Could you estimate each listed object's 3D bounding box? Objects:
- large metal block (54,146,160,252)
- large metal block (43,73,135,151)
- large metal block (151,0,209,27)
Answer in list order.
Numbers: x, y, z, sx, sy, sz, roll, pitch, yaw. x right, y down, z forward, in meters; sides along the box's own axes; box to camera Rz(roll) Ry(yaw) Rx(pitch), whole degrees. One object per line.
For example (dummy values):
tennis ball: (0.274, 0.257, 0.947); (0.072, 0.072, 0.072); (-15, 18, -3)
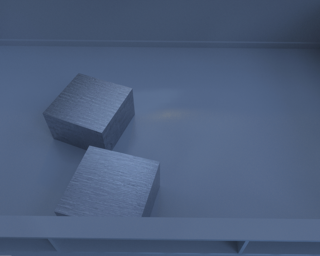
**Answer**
large metal block: (-0.050, 0.073, 0.327); (0.080, 0.050, 0.080); (12, 51, 10)
large metal block: (-0.088, -0.018, 0.404); (0.080, 0.050, 0.080); (17, 52, 14)
large metal block: (0.039, -0.251, 0.602); (0.080, 0.050, 0.080); (36, 59, 26)
